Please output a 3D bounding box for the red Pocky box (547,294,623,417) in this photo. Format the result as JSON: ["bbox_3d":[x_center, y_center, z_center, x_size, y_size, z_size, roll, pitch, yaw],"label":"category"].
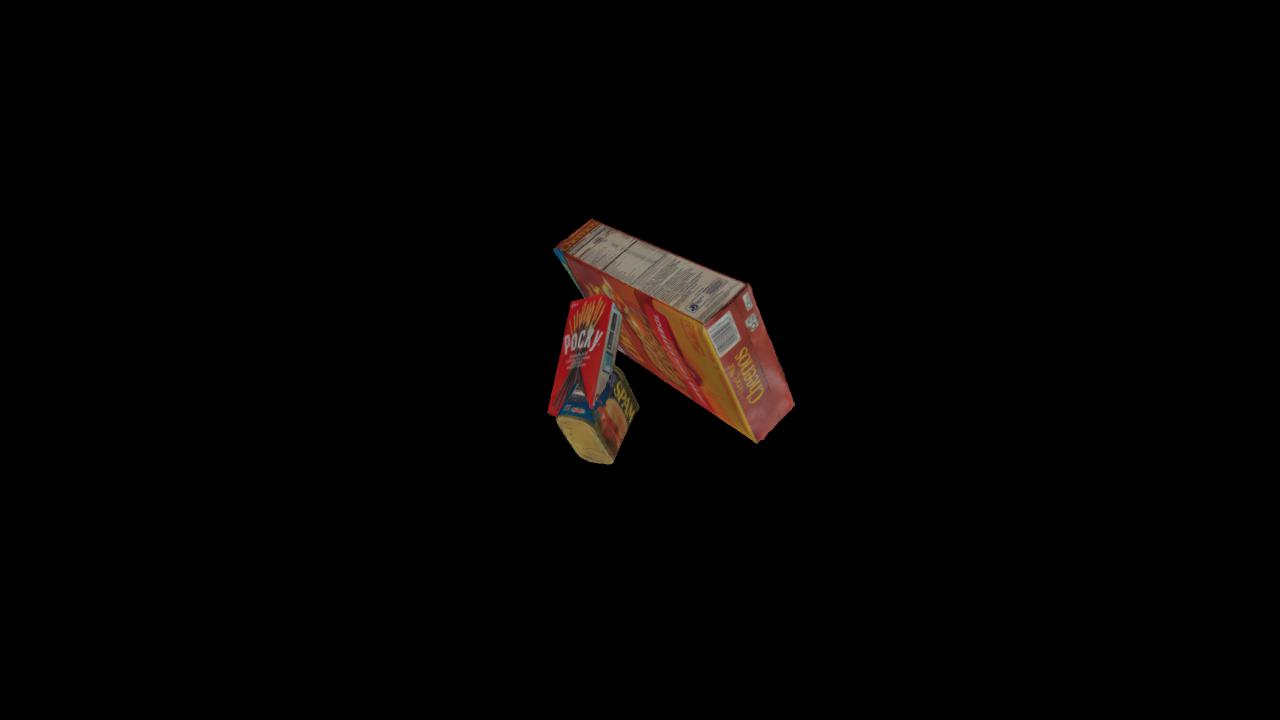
[{"bbox_3d":[-0.065,-0.006,0.749,0.083,0.155,0.028,-11,-28,43],"label":"red Pocky box"}]

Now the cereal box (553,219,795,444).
[{"bbox_3d":[0.034,-0.045,0.761,0.306,0.081,0.203,33,-20,46],"label":"cereal box"}]

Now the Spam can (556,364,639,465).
[{"bbox_3d":[-0.051,0.065,0.742,0.058,0.085,0.101,6,-38,27],"label":"Spam can"}]
